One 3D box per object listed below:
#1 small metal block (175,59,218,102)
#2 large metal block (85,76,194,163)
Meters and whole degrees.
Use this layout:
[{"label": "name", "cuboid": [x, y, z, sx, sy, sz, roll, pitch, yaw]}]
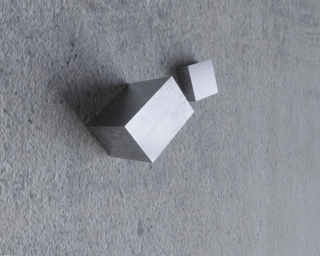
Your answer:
[{"label": "small metal block", "cuboid": [0.054, -0.069, 0.450, 0.050, 0.025, 0.050, -24, 105, -38]}, {"label": "large metal block", "cuboid": [-0.023, -0.010, 0.350, 0.080, 0.080, 0.050, -50, 120, -28]}]
